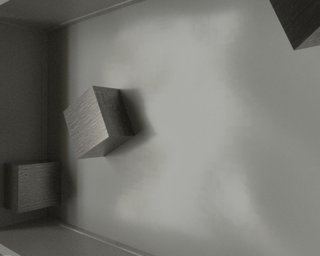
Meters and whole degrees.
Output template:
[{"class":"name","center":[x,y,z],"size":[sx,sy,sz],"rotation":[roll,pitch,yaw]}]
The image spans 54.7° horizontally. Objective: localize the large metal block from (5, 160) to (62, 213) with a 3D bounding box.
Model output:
[{"class":"large metal block","center":[-0.228,0.101,0.560],"size":[0.050,0.081,0.080],"rotation":[1,91,40]}]

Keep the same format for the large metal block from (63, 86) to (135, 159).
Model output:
[{"class":"large metal block","center":[-0.094,-0.007,0.468],"size":[0.080,0.050,0.080],"rotation":[-33,70,35]}]

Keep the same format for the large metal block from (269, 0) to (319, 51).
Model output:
[{"class":"large metal block","center":[0.137,-0.123,0.253],"size":[0.080,0.050,0.080],"rotation":[121,133,-68]}]
